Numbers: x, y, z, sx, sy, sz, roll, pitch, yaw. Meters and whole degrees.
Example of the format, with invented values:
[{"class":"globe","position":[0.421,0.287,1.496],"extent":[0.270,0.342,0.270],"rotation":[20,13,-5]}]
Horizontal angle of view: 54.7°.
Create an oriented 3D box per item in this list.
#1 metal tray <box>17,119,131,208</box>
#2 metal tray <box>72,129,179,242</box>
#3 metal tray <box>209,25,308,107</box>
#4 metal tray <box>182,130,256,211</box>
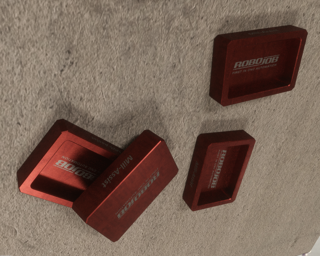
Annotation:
[{"class":"metal tray","position":[-0.094,0.056,0.387],"extent":[0.130,0.030,0.090],"rotation":[33,100,-39]},{"class":"metal tray","position":[-0.037,0.075,0.397],"extent":[0.130,0.030,0.090],"rotation":[-46,145,-16]},{"class":"metal tray","position":[0.134,-0.087,0.425],"extent":[0.131,0.030,0.089],"rotation":[-14,124,-21]},{"class":"metal tray","position":[0.093,0.069,0.499],"extent":[0.091,0.030,0.129],"rotation":[-5,121,-27]}]
